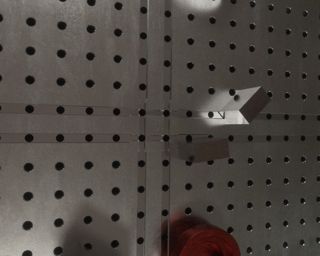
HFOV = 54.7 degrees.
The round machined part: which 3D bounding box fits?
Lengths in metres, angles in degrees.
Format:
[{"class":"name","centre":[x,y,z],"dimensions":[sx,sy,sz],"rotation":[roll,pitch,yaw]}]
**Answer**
[{"class":"round machined part","centre":[0.058,0.181,0.427],"dimensions":[0.099,0.042,0.097],"rotation":[0,90,-21]}]

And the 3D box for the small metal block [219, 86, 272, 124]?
[{"class":"small metal block","centre":[0.122,-0.032,0.446],"dimensions":[0.050,0.050,0.025],"rotation":[-45,104,-15]}]

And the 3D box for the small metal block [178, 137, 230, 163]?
[{"class":"small metal block","centre":[0.058,0.029,0.422],"dimensions":[0.050,0.050,0.025],"rotation":[-7,93,-20]}]

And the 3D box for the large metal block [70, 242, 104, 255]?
[{"class":"large metal block","centre":[-0.071,0.187,0.358],"dimensions":[0.080,0.080,0.050],"rotation":[38,78,-17]}]
